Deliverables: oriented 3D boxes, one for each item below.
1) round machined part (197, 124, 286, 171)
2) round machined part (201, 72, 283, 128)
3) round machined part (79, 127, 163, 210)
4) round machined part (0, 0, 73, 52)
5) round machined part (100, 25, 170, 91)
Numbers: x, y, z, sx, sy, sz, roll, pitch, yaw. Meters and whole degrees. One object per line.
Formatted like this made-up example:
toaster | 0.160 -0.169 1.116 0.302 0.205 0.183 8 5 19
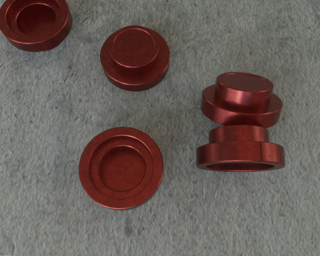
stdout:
round machined part | 0.092 0.025 0.360 0.099 0.098 0.042 1 76 0
round machined part | 0.102 -0.040 0.387 0.099 0.042 0.098 3 29 -1
round machined part | -0.045 0.051 0.380 0.099 0.042 0.098 0 70 -1
round machined part | -0.177 -0.152 0.453 0.099 0.042 0.098 0 70 -1
round machined part | -0.035 -0.104 0.437 0.099 0.042 0.098 0 70 -1
